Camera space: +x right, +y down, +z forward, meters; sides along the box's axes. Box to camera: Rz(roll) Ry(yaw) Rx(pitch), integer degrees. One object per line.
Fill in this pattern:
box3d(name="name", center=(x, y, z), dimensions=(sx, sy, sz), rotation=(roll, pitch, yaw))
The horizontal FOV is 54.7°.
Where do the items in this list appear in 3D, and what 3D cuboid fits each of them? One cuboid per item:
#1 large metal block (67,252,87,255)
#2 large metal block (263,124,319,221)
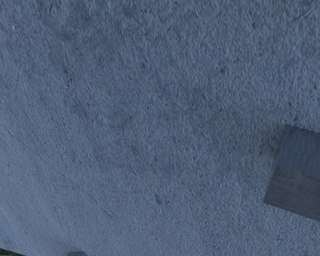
box3d(name="large metal block", center=(-0.184, 0.329, 0.672), dimensions=(0.050, 0.080, 0.080), rotation=(-17, 110, 35))
box3d(name="large metal block", center=(0.158, 0.046, 0.316), dimensions=(0.080, 0.080, 0.050), rotation=(17, 125, 18))
